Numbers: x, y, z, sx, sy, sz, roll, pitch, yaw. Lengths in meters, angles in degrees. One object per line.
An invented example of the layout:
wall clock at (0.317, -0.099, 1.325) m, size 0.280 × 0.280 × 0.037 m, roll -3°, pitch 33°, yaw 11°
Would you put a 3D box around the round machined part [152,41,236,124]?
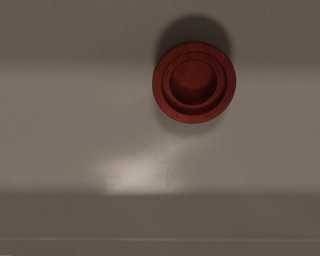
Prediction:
round machined part at (0.040, -0.058, 0.382) m, size 0.099 × 0.042 × 0.097 m, roll 0°, pitch 110°, yaw -1°
